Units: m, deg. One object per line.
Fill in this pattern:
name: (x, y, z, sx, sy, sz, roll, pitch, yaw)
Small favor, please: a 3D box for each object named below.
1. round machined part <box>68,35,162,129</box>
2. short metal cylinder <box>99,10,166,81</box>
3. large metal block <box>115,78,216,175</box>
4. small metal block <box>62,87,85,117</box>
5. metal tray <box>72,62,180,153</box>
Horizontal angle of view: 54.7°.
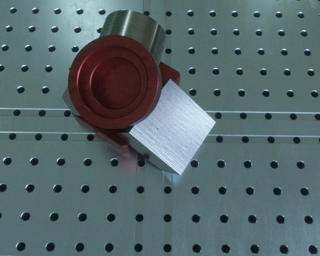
round machined part: (-0.046, -0.048, 0.340, 0.098, 0.042, 0.097, 0, 90, 11)
short metal cylinder: (-0.037, -0.099, 0.386, 0.080, 0.080, 0.050, 13, 71, 4)
large metal block: (0.007, -0.001, 0.379, 0.080, 0.050, 0.080, 42, 72, -19)
small metal block: (-0.091, -0.044, 0.380, 0.025, 0.050, 0.050, 18, 71, 6)
metal tray: (-0.044, -0.043, 0.425, 0.090, 0.030, 0.130, 33, 73, 11)
